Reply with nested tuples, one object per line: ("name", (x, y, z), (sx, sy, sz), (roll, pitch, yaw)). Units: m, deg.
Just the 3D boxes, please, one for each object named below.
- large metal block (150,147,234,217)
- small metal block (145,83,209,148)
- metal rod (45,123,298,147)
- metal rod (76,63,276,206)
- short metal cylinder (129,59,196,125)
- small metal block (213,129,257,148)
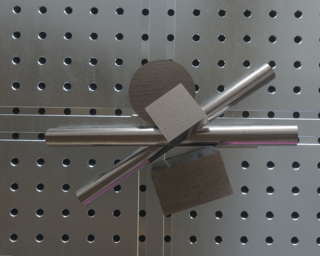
("large metal block", (0.035, 0.061, 0.382), (0.080, 0.080, 0.050), (-18, 90, 0))
("small metal block", (0.019, -0.014, 0.352), (0.050, 0.025, 0.050), (-35, 68, 0))
("metal rod", (0.003, 0.010, 0.375), (0.301, 0.025, 0.025), (-1, 90, 13))
("metal rod", (0.021, 0.009, 0.411), (0.301, 0.025, 0.025), (-34, 90, 0))
("short metal cylinder", (0.003, -0.043, 0.397), (0.081, 0.050, 0.079), (0, 89, 0))
("small metal block", (0.093, 0.012, 0.398), (0.050, 0.050, 0.025), (0, 90, 1))
